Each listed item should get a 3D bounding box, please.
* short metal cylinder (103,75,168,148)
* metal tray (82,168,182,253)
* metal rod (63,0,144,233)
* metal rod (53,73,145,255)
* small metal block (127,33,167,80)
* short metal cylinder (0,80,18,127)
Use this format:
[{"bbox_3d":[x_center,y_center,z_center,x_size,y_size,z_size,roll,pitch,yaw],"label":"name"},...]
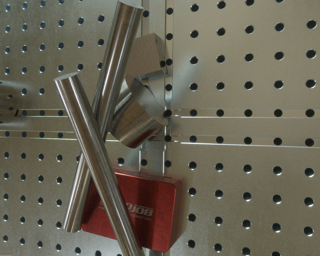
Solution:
[{"bbox_3d":[-0.035,-0.021,0.395,0.050,0.080,0.080,-38,78,16],"label":"short metal cylinder"},{"bbox_3d":[-0.041,0.107,0.423,0.130,0.030,0.089,8,93,19],"label":"metal tray"},{"bbox_3d":[-0.074,0.009,0.356,0.025,0.025,0.298,29,118,17],"label":"metal rod"},{"bbox_3d":[-0.055,0.082,0.358,0.025,0.025,0.298,-7,114,19],"label":"metal rod"},{"bbox_3d":[-0.022,-0.095,0.420,0.050,0.025,0.050,-12,86,19],"label":"small metal block"},{"bbox_3d":[-0.279,-0.041,0.495,0.080,0.050,0.079,0,90,19],"label":"short metal cylinder"}]
